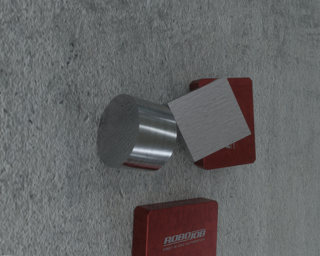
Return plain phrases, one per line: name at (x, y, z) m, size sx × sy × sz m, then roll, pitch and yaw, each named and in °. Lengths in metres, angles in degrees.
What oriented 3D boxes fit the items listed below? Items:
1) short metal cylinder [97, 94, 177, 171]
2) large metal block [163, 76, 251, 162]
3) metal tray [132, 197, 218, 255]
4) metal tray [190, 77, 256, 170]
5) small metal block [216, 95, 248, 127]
short metal cylinder at (-0.027, 0.007, 0.346) m, size 0.050 × 0.080 × 0.080 m, roll 13°, pitch 82°, yaw -39°
large metal block at (0.059, -0.012, 0.406) m, size 0.080 × 0.050 × 0.080 m, roll -26°, pitch 96°, yaw -6°
metal tray at (0.024, 0.147, 0.422) m, size 0.131 × 0.030 × 0.089 m, roll 4°, pitch 88°, yaw -40°
metal tray at (0.095, -0.008, 0.463) m, size 0.091 × 0.030 × 0.129 m, roll -5°, pitch 94°, yaw -22°
small metal block at (0.118, -0.027, 0.503) m, size 0.050 × 0.025 × 0.050 m, roll -2°, pitch 91°, yaw -40°
